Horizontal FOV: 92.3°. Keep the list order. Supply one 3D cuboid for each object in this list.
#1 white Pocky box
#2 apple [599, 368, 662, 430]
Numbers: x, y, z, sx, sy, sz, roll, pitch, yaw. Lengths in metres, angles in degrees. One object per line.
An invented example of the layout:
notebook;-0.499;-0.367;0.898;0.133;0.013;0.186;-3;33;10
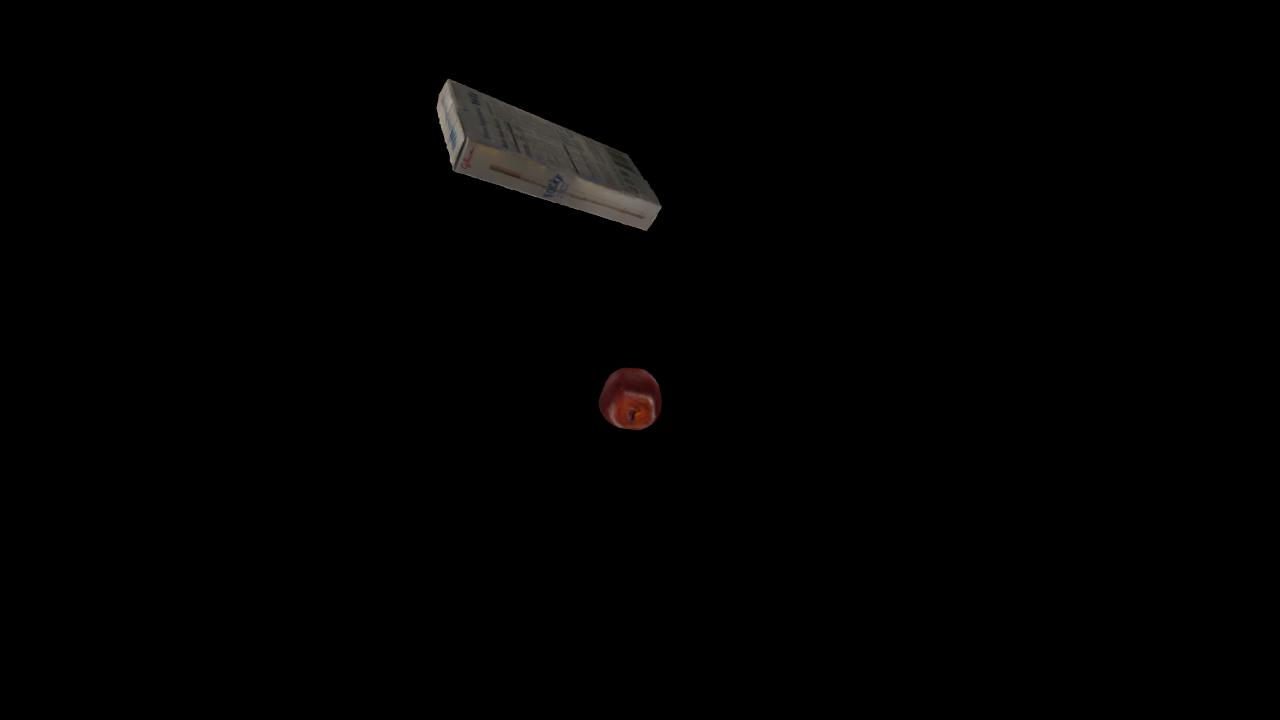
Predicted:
white Pocky box;-0.062;-0.144;0.442;0.154;0.084;0.028;9;-49;-36
apple;-0.012;0.048;0.769;0.079;0.079;0.093;0;28;-5
